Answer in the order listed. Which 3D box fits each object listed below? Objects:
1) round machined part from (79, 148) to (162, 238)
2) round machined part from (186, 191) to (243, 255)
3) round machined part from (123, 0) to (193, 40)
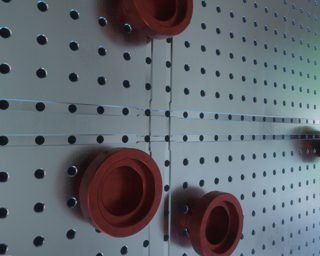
[{"bbox_3d":[-0.048,0.071,0.357,0.099,0.042,0.097,0,90,-40],"label":"round machined part"},{"bbox_3d":[0.078,0.142,0.462,0.099,0.042,0.097,0,90,-40],"label":"round machined part"},{"bbox_3d":[-0.007,-0.161,0.390,0.099,0.042,0.097,0,90,-40],"label":"round machined part"}]
